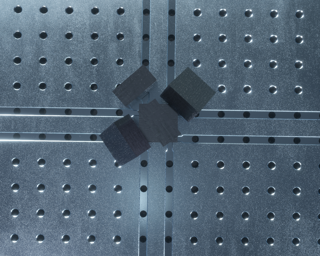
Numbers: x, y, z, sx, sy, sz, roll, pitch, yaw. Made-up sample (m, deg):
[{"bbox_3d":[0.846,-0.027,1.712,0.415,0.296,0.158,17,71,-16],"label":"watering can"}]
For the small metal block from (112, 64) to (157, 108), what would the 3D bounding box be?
[{"bbox_3d":[-0.031,-0.052,0.401,0.050,0.050,0.025,-41,90,0],"label":"small metal block"}]

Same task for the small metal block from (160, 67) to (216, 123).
[{"bbox_3d":[0.037,-0.044,0.400,0.050,0.025,0.050,43,50,0],"label":"small metal block"}]

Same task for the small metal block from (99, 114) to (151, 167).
[{"bbox_3d":[-0.046,0.017,0.398,0.025,0.050,0.050,-34,90,-37],"label":"small metal block"}]

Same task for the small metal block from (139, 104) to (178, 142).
[{"bbox_3d":[-0.002,-0.006,0.413,0.050,0.025,0.050,1,90,-1],"label":"small metal block"}]

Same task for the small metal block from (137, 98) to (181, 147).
[{"bbox_3d":[-0.001,-0.006,0.376,0.025,0.050,0.050,-36,91,-1],"label":"small metal block"}]
